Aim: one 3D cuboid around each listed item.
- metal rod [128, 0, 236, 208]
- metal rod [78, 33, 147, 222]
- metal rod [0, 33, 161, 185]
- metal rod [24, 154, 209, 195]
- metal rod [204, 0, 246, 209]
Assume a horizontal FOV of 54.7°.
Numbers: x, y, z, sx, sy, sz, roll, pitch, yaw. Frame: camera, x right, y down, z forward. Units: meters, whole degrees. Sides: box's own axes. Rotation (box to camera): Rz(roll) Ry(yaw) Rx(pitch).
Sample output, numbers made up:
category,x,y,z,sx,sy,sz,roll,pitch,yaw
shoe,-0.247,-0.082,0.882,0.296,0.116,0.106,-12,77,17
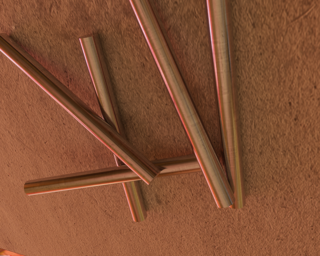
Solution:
category,x,y,z,sx,sy,sz,roll,pitch,yaw
metal rod,0.022,-0.040,0.353,0.025,0.025,0.299,-15,106,34
metal rod,-0.061,0.017,0.449,0.025,0.025,0.298,3,120,27
metal rod,-0.119,-0.032,0.425,0.300,0.025,0.025,41,130,10
metal rod,-0.073,0.070,0.451,0.301,0.025,0.025,-11,113,20
metal rod,0.075,-0.031,0.347,0.025,0.025,0.298,3,120,27
